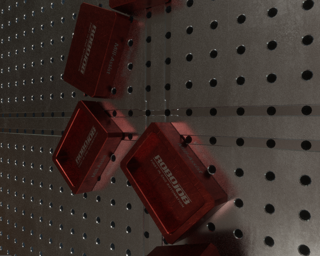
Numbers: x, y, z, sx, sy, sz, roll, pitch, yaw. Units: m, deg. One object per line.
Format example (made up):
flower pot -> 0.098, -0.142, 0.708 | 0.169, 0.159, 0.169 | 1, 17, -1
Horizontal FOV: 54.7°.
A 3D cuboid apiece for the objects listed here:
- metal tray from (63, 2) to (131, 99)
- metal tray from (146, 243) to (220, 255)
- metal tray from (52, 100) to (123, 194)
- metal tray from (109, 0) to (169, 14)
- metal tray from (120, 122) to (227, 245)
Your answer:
metal tray -> -0.103, -0.122, 0.488 | 0.090, 0.030, 0.129 | 30, 108, 35
metal tray -> 0.042, 0.199, 0.350 | 0.090, 0.030, 0.129 | -21, 91, 37
metal tray -> -0.122, 0.031, 0.503 | 0.090, 0.030, 0.129 | 47, 117, 29
metal tray -> -0.028, -0.234, 0.426 | 0.090, 0.030, 0.129 | 2, 92, 39
metal tray -> 0.011, 0.067, 0.394 | 0.090, 0.030, 0.130 | -51, 60, 27
